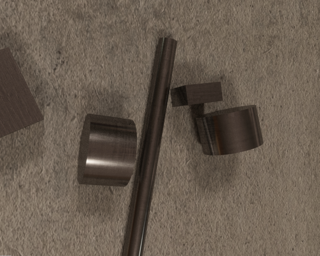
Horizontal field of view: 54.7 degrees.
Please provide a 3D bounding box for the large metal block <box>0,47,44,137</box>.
[{"bbox_3d":[-0.180,-0.029,0.329,0.081,0.050,0.080,-26,99,-18],"label":"large metal block"}]

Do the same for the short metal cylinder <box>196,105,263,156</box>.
[{"bbox_3d":[0.093,0.002,0.416,0.081,0.080,0.050,-14,95,-20],"label":"short metal cylinder"}]

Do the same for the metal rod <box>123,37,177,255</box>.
[{"bbox_3d":[-0.013,0.031,0.405,0.025,0.025,0.298,11,86,-20],"label":"metal rod"}]

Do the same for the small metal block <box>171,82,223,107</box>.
[{"bbox_3d":[0.048,-0.044,0.415,0.050,0.050,0.025,-8,93,-20],"label":"small metal block"}]

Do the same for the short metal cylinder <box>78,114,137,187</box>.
[{"bbox_3d":[-0.063,0.026,0.357,0.050,0.080,0.080,8,88,-20],"label":"short metal cylinder"}]
